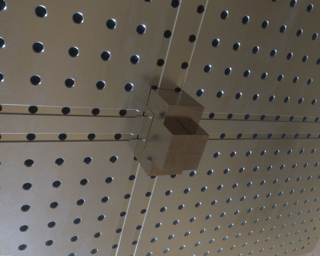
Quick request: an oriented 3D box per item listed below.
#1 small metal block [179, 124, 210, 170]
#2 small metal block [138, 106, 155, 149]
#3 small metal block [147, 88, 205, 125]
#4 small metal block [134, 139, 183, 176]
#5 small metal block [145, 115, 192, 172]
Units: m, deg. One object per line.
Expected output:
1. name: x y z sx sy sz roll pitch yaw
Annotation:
1. small metal block: 0.031 0.018 0.390 0.025 0.050 0.050 2 117 -28
2. small metal block: 0.003 0.000 0.412 0.050 0.025 0.050 2 117 -28
3. small metal block: 0.019 -0.026 0.387 0.050 0.050 0.025 2 118 -29
4. small metal block: 0.000 0.039 0.418 0.050 0.050 0.025 1 118 -29
5. small metal block: 0.008 0.018 0.377 0.025 0.050 0.050 2 118 -29
